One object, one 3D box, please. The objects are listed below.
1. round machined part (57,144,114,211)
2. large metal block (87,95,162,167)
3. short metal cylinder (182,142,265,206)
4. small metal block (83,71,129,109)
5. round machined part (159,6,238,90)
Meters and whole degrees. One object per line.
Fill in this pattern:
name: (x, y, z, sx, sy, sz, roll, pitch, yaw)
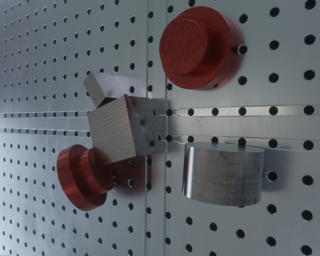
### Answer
round machined part: (-0.103, 0.068, 0.454, 0.042, 0.098, 0.098, -25, 73, 10)
large metal block: (-0.051, 0.007, 0.436, 0.080, 0.050, 0.080, -19, 78, 38)
short metal cylinder: (0.064, 0.044, 0.320, 0.080, 0.081, 0.050, 6, 94, 40)
small metal block: (-0.077, -0.054, 0.457, 0.025, 0.050, 0.050, -45, 63, 30)
round machined part: (0.038, -0.095, 0.367, 0.098, 0.042, 0.097, 0, 90, 40)
